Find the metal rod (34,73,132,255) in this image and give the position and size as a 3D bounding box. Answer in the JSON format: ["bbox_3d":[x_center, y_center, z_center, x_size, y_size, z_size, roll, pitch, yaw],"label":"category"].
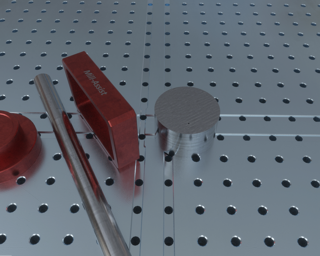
[{"bbox_3d":[-0.107,0.030,0.380,0.025,0.025,0.300,-22,54,-18],"label":"metal rod"}]

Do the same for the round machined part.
[{"bbox_3d":[-0.203,0.016,0.380,0.099,0.042,0.098,0,50,0],"label":"round machined part"}]

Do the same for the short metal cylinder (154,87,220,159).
[{"bbox_3d":[0.033,-0.008,0.398,0.081,0.050,0.080,0,50,0],"label":"short metal cylinder"}]

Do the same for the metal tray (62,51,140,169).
[{"bbox_3d":[-0.073,-0.023,0.383,0.030,0.089,0.130,-27,55,-21],"label":"metal tray"}]
